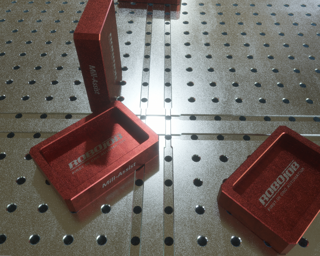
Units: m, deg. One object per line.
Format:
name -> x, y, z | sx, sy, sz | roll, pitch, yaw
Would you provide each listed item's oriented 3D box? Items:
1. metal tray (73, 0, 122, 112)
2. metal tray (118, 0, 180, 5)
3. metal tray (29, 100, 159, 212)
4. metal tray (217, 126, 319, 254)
metal tray -> -0.078, -0.094, 0.418 | 0.030, 0.129, 0.090 | 4, 50, 3
metal tray -> -0.020, -0.302, 0.657 | 0.131, 0.030, 0.090 | 5, 50, 3
metal tray -> -0.077, 0.028, 0.379 | 0.131, 0.030, 0.090 | -34, 58, -25
metal tray -> 0.140, 0.063, 0.353 | 0.090, 0.030, 0.131 | 37, 59, 27
